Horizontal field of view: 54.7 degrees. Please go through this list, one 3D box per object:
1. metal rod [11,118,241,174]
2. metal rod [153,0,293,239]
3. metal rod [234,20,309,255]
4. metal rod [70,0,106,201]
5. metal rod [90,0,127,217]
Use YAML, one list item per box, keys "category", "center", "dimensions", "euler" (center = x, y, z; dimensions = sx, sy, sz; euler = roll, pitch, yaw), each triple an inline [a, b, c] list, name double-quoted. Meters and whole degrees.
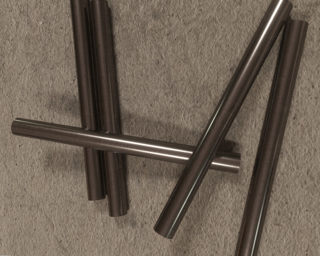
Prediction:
- category: "metal rod"
  center: [-0.051, 0.021, 0.402]
  dimensions: [0.301, 0.025, 0.025]
  euler: [9, 93, 10]
- category: "metal rod"
  center: [0.073, -0.012, 0.358]
  dimensions: [0.025, 0.025, 0.299]
  euler: [27, 89, 17]
- category: "metal rod"
  center: [0.128, 0.026, 0.363]
  dimensions: [0.025, 0.025, 0.298]
  euler: [12, 94, 19]
- category: "metal rod"
  center: [-0.104, -0.048, 0.444]
  dimensions: [0.025, 0.025, 0.298]
  euler: [-6, 88, 19]
- category: "metal rod"
  center: [-0.072, -0.029, 0.433]
  dimensions: [0.025, 0.025, 0.298]
  euler: [-6, 88, 19]
